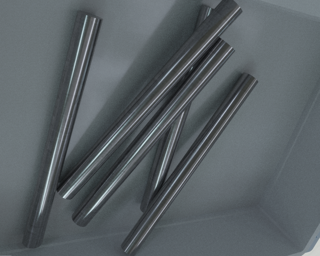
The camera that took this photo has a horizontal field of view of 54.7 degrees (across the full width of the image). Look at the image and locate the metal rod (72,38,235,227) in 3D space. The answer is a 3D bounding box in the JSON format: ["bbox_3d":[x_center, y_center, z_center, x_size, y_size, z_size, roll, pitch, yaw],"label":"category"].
[{"bbox_3d":[-0.017,0.015,0.388,0.025,0.025,0.299,28,109,-38],"label":"metal rod"}]

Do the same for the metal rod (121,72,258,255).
[{"bbox_3d":[0.041,0.052,0.438,0.025,0.025,0.299,34,92,-39],"label":"metal rod"}]

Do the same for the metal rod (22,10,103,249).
[{"bbox_3d":[-0.118,0.020,0.355,0.025,0.025,0.298,7,115,-32],"label":"metal rod"}]

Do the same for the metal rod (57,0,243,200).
[{"bbox_3d":[-0.021,-0.026,0.363,0.299,0.025,0.025,-47,130,12],"label":"metal rod"}]

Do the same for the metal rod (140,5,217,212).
[{"bbox_3d":[0.020,-0.007,0.415,0.025,0.025,0.298,2,117,-30],"label":"metal rod"}]
